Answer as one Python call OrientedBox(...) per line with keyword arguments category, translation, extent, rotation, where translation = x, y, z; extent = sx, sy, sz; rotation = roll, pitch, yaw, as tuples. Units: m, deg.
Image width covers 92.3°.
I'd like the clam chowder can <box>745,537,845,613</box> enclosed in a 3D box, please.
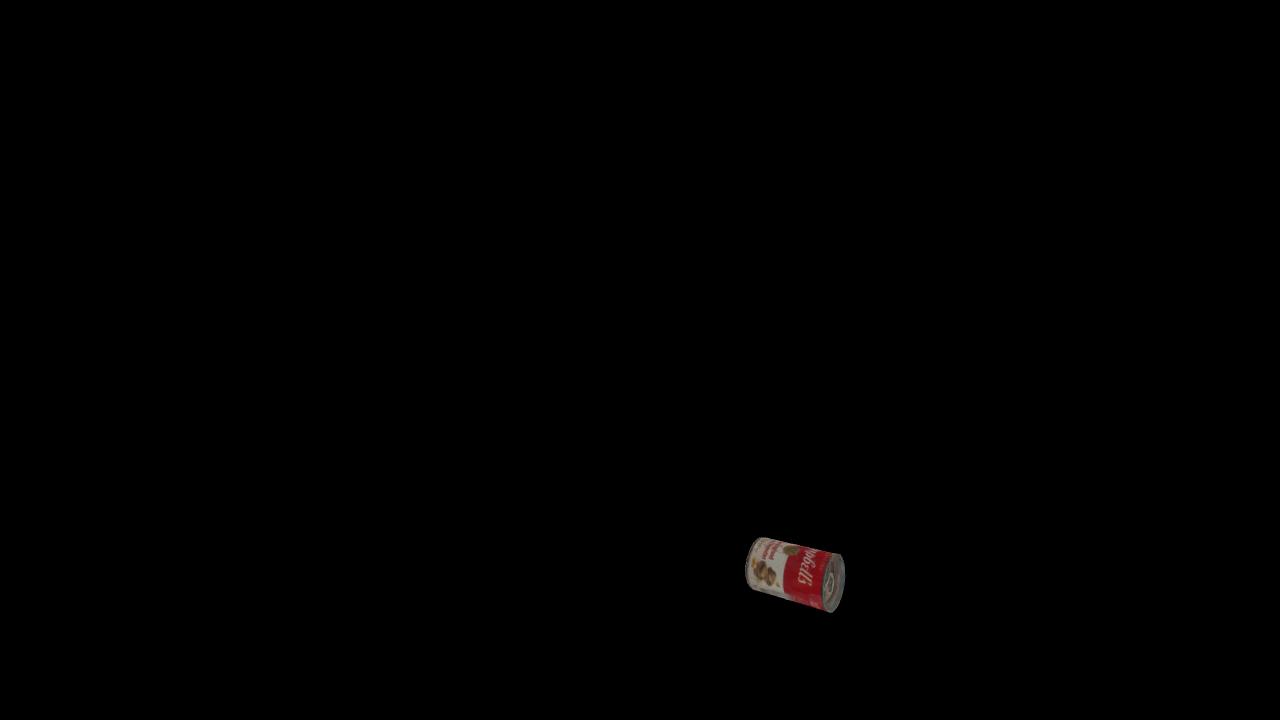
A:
OrientedBox(category="clam chowder can", translation=(0.189, 0.260, 0.752), extent=(0.102, 0.068, 0.068), rotation=(2, 1, 39))
